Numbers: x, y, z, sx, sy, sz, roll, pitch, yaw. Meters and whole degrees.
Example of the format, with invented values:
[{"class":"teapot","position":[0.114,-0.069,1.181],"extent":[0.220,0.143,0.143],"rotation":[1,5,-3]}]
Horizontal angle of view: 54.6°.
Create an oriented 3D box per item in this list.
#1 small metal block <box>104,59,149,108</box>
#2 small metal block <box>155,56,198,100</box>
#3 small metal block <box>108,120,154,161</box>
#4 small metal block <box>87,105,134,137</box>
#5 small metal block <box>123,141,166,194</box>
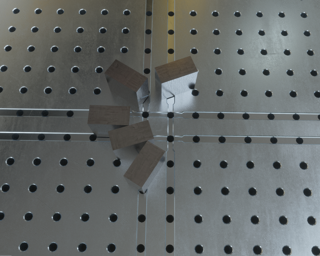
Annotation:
[{"class":"small metal block","position":[-0.044,-0.059,0.420],"extent":[0.050,0.050,0.025],"rotation":[32,73,11]},{"class":"small metal block","position":[0.021,-0.067,0.423],"extent":[0.050,0.050,0.025],"rotation":[-20,71,-7]},{"class":"small metal block","position":[-0.035,0.017,0.392],"extent":[0.050,0.050,0.025],"rotation":[-16,71,-6]},{"class":"small metal block","position":[-0.062,-0.007,0.401],"extent":[0.050,0.050,0.025],"rotation":[2,70,1]},{"class":"small metal block","position":[-0.017,0.049,0.380],"extent":[0.025,0.050,0.050],"rotation":[31,73,10]}]
